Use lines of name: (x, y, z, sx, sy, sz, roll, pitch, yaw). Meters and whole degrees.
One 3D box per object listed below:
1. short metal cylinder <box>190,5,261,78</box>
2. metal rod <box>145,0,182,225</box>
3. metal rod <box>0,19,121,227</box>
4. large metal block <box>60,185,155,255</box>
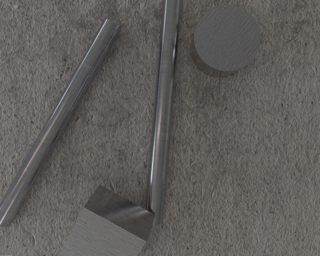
short metal cylinder: (0.081, -0.108, 0.398, 0.081, 0.050, 0.079, 0, 90, 0)
metal rod: (0.004, -0.025, 0.409, 0.025, 0.025, 0.298, 5, 90, 0)
metal rod: (-0.136, -0.007, 0.408, 0.025, 0.025, 0.299, 29, 90, 0)
large metal block: (-0.064, 0.131, 0.384, 0.080, 0.050, 0.080, 29, 112, 0)
